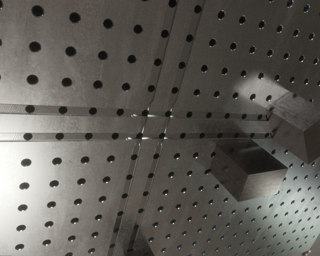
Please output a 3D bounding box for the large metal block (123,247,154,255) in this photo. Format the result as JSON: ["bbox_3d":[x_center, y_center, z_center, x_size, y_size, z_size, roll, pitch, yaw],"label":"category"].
[{"bbox_3d":[-0.032,0.266,0.525,0.050,0.080,0.079,0,118,-29],"label":"large metal block"}]

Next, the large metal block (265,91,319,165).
[{"bbox_3d":[0.224,-0.001,0.500,0.050,0.080,0.080,-35,129,-6],"label":"large metal block"}]

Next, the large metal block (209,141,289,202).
[{"bbox_3d":[0.139,0.066,0.495,0.081,0.080,0.050,-4,120,-27],"label":"large metal block"}]
